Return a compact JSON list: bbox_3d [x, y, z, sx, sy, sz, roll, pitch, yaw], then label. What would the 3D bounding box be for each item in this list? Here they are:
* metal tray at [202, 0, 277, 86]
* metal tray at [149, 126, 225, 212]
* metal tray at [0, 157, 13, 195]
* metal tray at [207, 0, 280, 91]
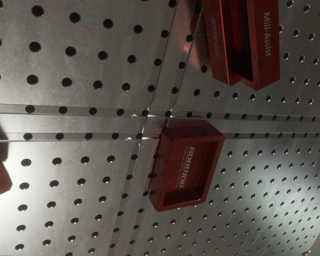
[{"bbox_3d":[0.100,-0.127,0.373,0.091,0.030,0.129,-33,132,-19],"label":"metal tray"},{"bbox_3d":[0.039,0.062,0.469,0.091,0.030,0.129,-4,120,-27],"label":"metal tray"},{"bbox_3d":[-0.224,0.047,0.291,0.131,0.030,0.089,-26,119,-24],"label":"metal tray"},{"bbox_3d":[0.091,-0.116,0.348,0.030,0.090,0.129,-27,128,-10],"label":"metal tray"}]
